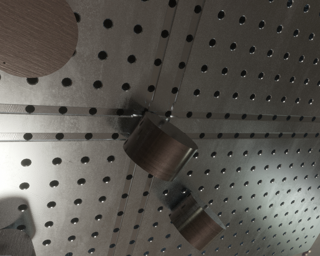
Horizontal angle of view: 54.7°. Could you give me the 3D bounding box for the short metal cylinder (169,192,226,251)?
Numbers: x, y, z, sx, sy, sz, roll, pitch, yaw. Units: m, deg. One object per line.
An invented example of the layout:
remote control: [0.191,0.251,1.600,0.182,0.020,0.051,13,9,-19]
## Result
short metal cylinder: [0.060,0.151,0.504,0.050,0.080,0.080,-45,130,3]

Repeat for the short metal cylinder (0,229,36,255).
short metal cylinder: [-0.193,0.171,0.377,0.081,0.080,0.050,-12,124,-22]

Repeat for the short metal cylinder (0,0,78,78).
short metal cylinder: [-0.119,-0.091,0.275,0.081,0.050,0.079,-14,124,-21]

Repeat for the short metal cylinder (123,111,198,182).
short metal cylinder: [0.001,0.022,0.392,0.080,0.080,0.050,27,104,-38]
